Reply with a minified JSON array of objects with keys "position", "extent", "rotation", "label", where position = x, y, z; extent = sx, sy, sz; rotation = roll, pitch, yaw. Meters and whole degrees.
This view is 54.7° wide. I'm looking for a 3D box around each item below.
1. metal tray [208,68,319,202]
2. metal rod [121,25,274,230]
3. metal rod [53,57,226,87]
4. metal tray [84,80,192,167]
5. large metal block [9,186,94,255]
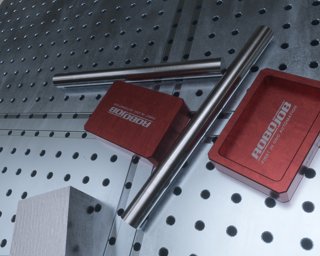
[{"position":[0.124,0.002,0.337],"extent":[0.090,0.030,0.130],"rotation":[26,75,36],"label":"metal tray"},{"position":[0.052,-0.009,0.385],"extent":[0.025,0.025,0.300],"rotation":[29,77,37],"label":"metal rod"},{"position":[-0.049,-0.083,0.483],"extent":[0.300,0.025,0.025],"rotation":[1,62,28],"label":"metal rod"},{"position":[-0.033,-0.011,0.428],"extent":[0.130,0.030,0.090],"rotation":[21,72,35],"label":"metal tray"},{"position":[-0.131,0.126,0.382],"extent":[0.080,0.050,0.080],"rotation":[-18,55,17],"label":"large metal block"}]
